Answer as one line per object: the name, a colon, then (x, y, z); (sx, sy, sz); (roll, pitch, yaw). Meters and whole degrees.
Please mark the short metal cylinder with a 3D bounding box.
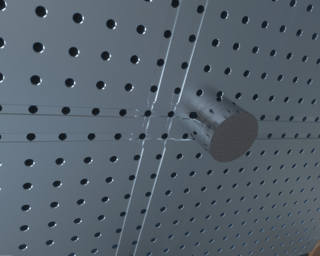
short metal cylinder: (0.092, 0.002, 0.446); (0.081, 0.050, 0.080); (-14, 124, -21)
